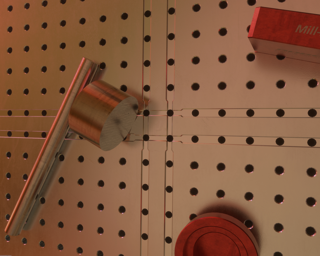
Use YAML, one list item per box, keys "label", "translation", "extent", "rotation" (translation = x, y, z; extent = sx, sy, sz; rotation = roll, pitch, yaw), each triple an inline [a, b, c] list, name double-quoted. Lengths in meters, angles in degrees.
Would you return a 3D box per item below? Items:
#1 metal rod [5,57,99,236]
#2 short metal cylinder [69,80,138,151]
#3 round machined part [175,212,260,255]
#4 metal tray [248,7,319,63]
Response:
- label: "metal rod"
  translation: [-0.167, 0.034, 0.471]
  extent: [0.025, 0.025, 0.299]
  rotation: [30, 100, 17]
- label: "short metal cylinder"
  translation: [-0.073, -0.016, 0.409]
  extent: [0.050, 0.080, 0.080]
  rotation: [29, 100, 17]
- label: "round machined part"
  translation: [0.071, 0.152, 0.378]
  extent: [0.098, 0.042, 0.097]
  rotation: [0, 90, 20]
- label: "metal tray"
  translation: [0.163, -0.089, 0.319]
  extent: [0.130, 0.090, 0.030]
  rotation: [16, 100, 19]
